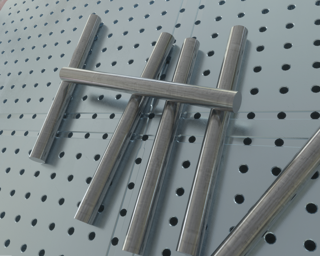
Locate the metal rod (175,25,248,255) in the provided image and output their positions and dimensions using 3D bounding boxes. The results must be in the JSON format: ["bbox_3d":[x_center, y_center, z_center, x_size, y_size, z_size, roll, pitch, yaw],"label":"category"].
[{"bbox_3d":[0.069,-0.003,0.374,0.025,0.025,0.300,3,63,30],"label":"metal rod"}]

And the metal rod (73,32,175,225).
[{"bbox_3d":[-0.043,-0.013,0.439,0.025,0.025,0.300,9,66,32],"label":"metal rod"}]

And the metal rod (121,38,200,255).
[{"bbox_3d":[0.008,0.006,0.401,0.025,0.025,0.300,2,63,29],"label":"metal rod"}]

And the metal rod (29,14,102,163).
[{"bbox_3d":[-0.158,-0.082,0.543,0.025,0.025,0.300,-1,61,28],"label":"metal rod"}]

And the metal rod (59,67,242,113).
[{"bbox_3d":[-0.035,-0.059,0.430,0.300,0.025,0.025,14,69,34],"label":"metal rod"}]

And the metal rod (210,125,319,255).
[{"bbox_3d":[0.141,0.040,0.309,0.300,0.025,0.025,-48,51,-6],"label":"metal rod"}]
